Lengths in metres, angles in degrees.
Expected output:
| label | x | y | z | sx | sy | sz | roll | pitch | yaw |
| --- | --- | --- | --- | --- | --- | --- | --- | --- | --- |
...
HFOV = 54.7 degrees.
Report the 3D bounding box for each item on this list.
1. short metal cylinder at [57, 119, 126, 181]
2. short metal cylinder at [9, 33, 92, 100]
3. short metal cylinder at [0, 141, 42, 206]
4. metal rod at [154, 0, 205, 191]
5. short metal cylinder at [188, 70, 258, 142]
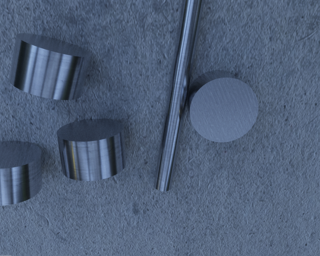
| label | x | y | z | sx | sy | sz | roll | pitch | yaw |
| --- | --- | --- | --- | --- | --- | --- | --- | --- | --- |
| short metal cylinder | -0.084 | 0.025 | 0.389 | 0.081 | 0.080 | 0.050 | -1 | 110 | 0 |
| short metal cylinder | -0.124 | -0.071 | 0.353 | 0.080 | 0.080 | 0.050 | 17 | 109 | -6 |
| short metal cylinder | -0.195 | 0.055 | 0.399 | 0.081 | 0.080 | 0.050 | 6 | 110 | -2 |
| metal rod | 0.024 | -0.055 | 0.389 | 0.025 | 0.025 | 0.298 | 8 | 110 | -3 |
| short metal cylinder | 0.075 | -0.028 | 0.387 | 0.081 | 0.050 | 0.079 | 0 | 110 | 0 |
